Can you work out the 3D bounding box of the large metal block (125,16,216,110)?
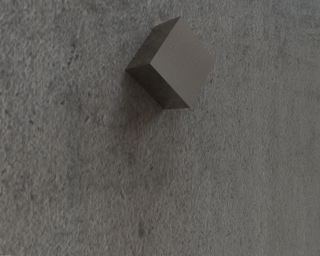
[{"bbox_3d":[0.016,-0.081,0.400,0.080,0.050,0.080,44,64,-31],"label":"large metal block"}]
